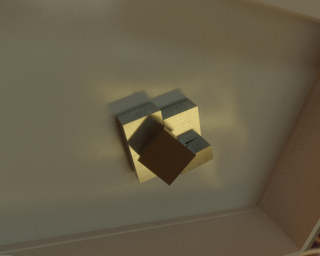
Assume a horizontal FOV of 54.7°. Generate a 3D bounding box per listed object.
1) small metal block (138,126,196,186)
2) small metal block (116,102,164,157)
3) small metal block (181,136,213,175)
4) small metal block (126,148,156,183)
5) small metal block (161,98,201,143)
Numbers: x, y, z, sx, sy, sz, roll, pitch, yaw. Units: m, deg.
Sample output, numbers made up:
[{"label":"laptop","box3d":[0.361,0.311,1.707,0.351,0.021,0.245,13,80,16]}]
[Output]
[{"label":"small metal block","box3d":[0.009,0.034,0.386,0.050,0.025,0.050,39,97,-5]},{"label":"small metal block","box3d":[-0.023,0.001,0.397,0.050,0.025,0.050,-23,127,-15]},{"label":"small metal block","box3d":[0.038,0.031,0.432,0.050,0.050,0.025,-26,128,-14]},{"label":"small metal block","box3d":[-0.014,0.041,0.426,0.050,0.025,0.050,-23,127,-15]},{"label":"small metal block","box3d":[0.025,-0.005,0.419,0.050,0.025,0.050,-23,127,-15]}]
